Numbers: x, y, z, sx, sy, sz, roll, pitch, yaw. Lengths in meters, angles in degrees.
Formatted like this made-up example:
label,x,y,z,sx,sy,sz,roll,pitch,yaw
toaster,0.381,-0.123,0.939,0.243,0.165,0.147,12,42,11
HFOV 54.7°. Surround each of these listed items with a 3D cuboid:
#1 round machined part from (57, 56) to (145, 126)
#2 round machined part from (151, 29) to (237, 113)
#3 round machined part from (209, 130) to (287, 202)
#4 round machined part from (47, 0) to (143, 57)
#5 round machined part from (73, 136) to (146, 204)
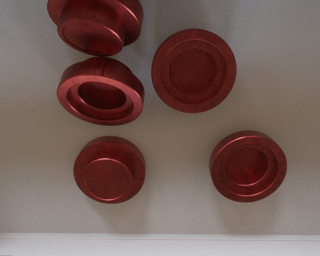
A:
label,x,y,z,sx,sy,sz,roll,pitch,yaw
round machined part,-0.067,-0.046,0.368,0.099,0.042,0.098,3,148,2
round machined part,0.039,-0.070,0.376,0.099,0.042,0.097,0,110,0
round machined part,0.116,0.048,0.421,0.099,0.042,0.097,0,110,0
round machined part,-0.069,-0.111,0.329,0.099,0.098,0.042,10,73,-4
round machined part,-0.070,0.063,0.425,0.099,0.042,0.097,0,110,0
